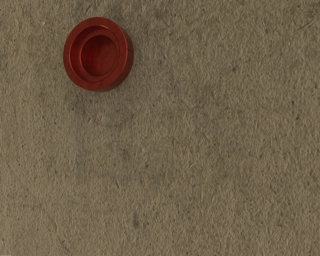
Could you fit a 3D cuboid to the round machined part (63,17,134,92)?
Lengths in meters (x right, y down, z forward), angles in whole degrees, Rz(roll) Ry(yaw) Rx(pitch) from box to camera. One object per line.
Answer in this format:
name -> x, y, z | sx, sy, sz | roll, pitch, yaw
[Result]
round machined part -> -0.080, -0.098, 0.429 | 0.098, 0.042, 0.097 | 0, 90, 20
